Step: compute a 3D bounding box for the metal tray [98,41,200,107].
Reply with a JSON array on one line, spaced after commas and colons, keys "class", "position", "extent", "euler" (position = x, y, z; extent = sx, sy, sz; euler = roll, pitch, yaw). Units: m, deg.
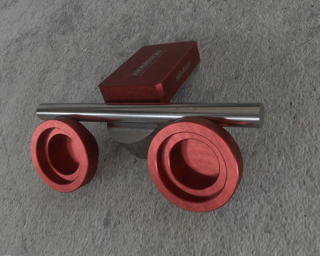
[{"class": "metal tray", "position": [-0.010, -0.075, 0.417], "extent": [0.090, 0.030, 0.131], "euler": [2, 37, 29]}]

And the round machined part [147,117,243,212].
[{"class": "round machined part", "position": [0.039, 0.035, 0.329], "extent": [0.098, 0.042, 0.097], "euler": [8, 108, 26]}]

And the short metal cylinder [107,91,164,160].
[{"class": "short metal cylinder", "position": [-0.021, -0.005, 0.403], "extent": [0.080, 0.050, 0.080], "euler": [-13, 56, 20]}]

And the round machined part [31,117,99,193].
[{"class": "round machined part", "position": [-0.122, 0.033, 0.415], "extent": [0.098, 0.042, 0.097], "euler": [6, 103, 26]}]

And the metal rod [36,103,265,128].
[{"class": "metal rod", "position": [-0.034, -0.018, 0.369], "extent": [0.300, 0.025, 0.025], "euler": [2, 63, 29]}]
